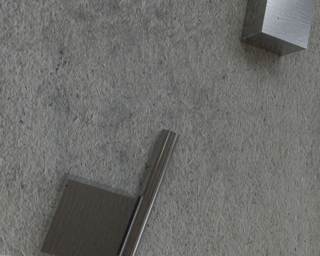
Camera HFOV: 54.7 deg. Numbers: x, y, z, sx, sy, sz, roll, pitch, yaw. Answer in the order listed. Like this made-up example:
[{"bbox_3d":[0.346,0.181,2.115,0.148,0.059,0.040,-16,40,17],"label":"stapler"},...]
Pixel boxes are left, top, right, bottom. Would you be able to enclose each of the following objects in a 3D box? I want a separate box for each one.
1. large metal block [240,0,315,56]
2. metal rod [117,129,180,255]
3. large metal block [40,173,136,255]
[{"bbox_3d":[0.174,-0.161,0.460,0.081,0.050,0.080,12,86,-20],"label":"large metal block"},{"bbox_3d":[-0.038,0.144,0.395,0.025,0.025,0.299,23,82,-19],"label":"metal rod"},{"bbox_3d":[-0.085,0.106,0.365,0.080,0.050,0.080,22,83,-19],"label":"large metal block"}]
